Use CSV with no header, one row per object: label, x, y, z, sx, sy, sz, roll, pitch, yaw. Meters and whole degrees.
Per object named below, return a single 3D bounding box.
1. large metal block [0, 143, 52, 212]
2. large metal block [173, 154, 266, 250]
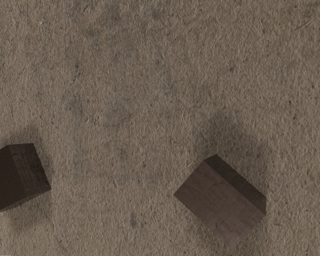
large metal block,-0.227,0.077,0.474,0.080,0.050,0.080,-27,81,17
large metal block,0.072,0.078,0.354,0.080,0.080,0.050,42,103,15
